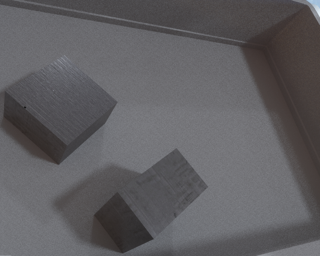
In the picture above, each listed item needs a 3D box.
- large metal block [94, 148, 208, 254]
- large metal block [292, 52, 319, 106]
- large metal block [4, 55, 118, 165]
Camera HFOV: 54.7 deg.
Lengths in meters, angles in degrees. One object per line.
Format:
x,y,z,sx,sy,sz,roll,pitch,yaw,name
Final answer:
-0.011,0.075,0.318,0.081,0.080,0.050,-33,80,-38,large metal block
0.328,-0.102,0.611,0.050,0.080,0.080,-20,73,-36,large metal block
-0.109,-0.021,0.343,0.080,0.050,0.080,42,51,0,large metal block
